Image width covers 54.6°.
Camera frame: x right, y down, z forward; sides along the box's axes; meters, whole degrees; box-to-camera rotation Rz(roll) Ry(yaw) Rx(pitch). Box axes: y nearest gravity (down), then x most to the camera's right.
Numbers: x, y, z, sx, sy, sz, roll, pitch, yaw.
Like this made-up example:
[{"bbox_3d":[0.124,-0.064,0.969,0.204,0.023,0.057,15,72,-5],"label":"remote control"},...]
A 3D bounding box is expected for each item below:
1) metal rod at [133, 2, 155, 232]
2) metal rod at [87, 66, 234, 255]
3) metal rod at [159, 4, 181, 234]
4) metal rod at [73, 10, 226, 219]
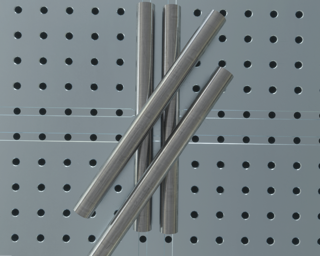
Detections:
[{"bbox_3d":[-0.021,-0.014,0.414,0.025,0.025,0.298,1,90,0],"label":"metal rod"},{"bbox_3d":[-0.003,0.053,0.388,0.025,0.025,0.299,35,90,0],"label":"metal rod"},{"bbox_3d":[0.014,-0.011,0.414,0.025,0.025,0.298,1,90,0],"label":"metal rod"},{"bbox_3d":[-0.013,-0.017,0.389,0.025,0.025,0.299,35,90,0],"label":"metal rod"}]
